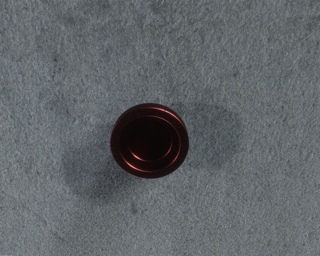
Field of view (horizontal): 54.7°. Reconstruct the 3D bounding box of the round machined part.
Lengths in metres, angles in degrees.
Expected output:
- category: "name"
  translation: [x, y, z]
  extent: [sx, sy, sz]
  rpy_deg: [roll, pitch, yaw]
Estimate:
- category: "round machined part"
  translation: [-0.013, 0.014, 0.406]
  extent: [0.099, 0.042, 0.097]
  rpy_deg: [0, 110, -1]
